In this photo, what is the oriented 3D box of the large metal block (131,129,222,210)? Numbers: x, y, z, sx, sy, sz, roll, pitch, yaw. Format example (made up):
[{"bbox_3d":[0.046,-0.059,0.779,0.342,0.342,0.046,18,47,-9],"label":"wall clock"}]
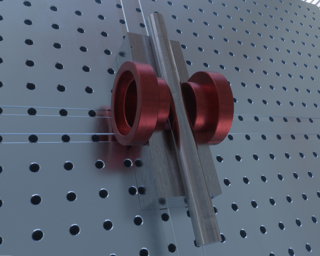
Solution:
[{"bbox_3d":[0.017,0.049,0.371,0.081,0.050,0.080,3,61,-27],"label":"large metal block"}]

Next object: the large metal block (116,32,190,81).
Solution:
[{"bbox_3d":[-0.011,-0.081,0.435,0.081,0.050,0.080,2,61,-27],"label":"large metal block"}]

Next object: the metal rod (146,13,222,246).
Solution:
[{"bbox_3d":[0.021,-0.019,0.367,0.025,0.025,0.299,3,61,-27],"label":"metal rod"}]

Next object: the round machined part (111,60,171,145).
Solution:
[{"bbox_3d":[-0.022,-0.028,0.365,0.042,0.097,0.098,2,61,-27],"label":"round machined part"}]

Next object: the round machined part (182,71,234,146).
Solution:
[{"bbox_3d":[0.049,-0.025,0.403,0.042,0.097,0.098,-1,62,-23],"label":"round machined part"}]
